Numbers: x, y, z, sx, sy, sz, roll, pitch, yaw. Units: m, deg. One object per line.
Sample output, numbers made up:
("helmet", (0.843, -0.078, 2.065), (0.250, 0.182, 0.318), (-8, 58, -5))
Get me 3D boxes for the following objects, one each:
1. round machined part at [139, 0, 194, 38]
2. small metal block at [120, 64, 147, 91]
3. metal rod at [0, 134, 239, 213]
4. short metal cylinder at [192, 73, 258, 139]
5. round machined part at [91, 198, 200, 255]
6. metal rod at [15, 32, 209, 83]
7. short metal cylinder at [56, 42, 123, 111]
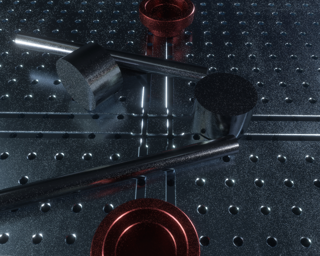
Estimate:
("round machined part", (0.012, -0.203, 0.567), (0.099, 0.042, 0.098), (0, 50, 0))
("small metal block", (-0.050, -0.086, 0.479), (0.050, 0.025, 0.050), (-12, 51, -10))
("metal rod", (-0.051, 0.053, 0.362), (0.302, 0.025, 0.025), (-13, 51, -11))
("short metal cylinder", (0.085, -0.029, 0.416), (0.080, 0.050, 0.080), (0, 50, 0))
("round machined part", (-0.013, 0.121, 0.295), (0.099, 0.042, 0.098), (0, 50, 0))
("metal rod", (-0.078, -0.107, 0.464), (0.301, 0.025, 0.025), (13, 51, 11))
("short metal cylinder", (-0.098, -0.071, 0.431), (0.080, 0.080, 0.050), (34, 58, 25))
